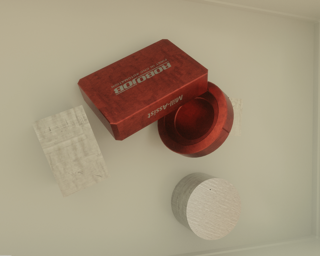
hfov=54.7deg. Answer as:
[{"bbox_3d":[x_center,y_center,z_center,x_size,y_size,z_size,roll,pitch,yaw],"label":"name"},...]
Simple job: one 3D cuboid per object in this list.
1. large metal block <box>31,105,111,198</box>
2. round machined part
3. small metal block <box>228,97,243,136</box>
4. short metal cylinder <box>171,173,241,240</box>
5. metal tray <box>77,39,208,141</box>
[{"bbox_3d":[-0.100,0.023,0.345,0.050,0.080,0.080,-23,98,-19],"label":"large metal block"},{"bbox_3d":[0.049,-0.009,0.399,0.042,0.098,0.098,28,79,-51],"label":"round machined part"},{"bbox_3d":[0.086,-0.015,0.429,0.025,0.050,0.050,5,89,-31],"label":"small metal block"},{"bbox_3d":[0.062,0.104,0.422,0.081,0.050,0.079,0,90,-20],"label":"short metal cylinder"},{"bbox_3d":[-0.019,-0.051,0.371,0.131,0.090,0.030,-31,144,-18],"label":"metal tray"}]
